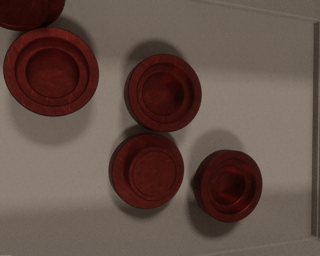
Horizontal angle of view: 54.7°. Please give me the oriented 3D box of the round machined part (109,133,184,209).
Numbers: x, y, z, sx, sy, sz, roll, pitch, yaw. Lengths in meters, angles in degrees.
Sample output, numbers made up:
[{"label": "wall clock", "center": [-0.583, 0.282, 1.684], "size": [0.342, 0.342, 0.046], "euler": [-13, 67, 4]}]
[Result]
[{"label": "round machined part", "center": [-0.013, 0.056, 0.398], "size": [0.099, 0.042, 0.097], "euler": [0, 90, -21]}]

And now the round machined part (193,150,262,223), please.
[{"label": "round machined part", "center": [0.091, 0.079, 0.437], "size": [0.099, 0.042, 0.097], "euler": [0, 90, -21]}]

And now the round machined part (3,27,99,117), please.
[{"label": "round machined part", "center": [-0.123, -0.061, 0.356], "size": [0.099, 0.042, 0.097], "euler": [0, 90, -21]}]

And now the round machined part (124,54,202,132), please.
[{"label": "round machined part", "center": [0.001, -0.044, 0.403], "size": [0.099, 0.042, 0.097], "euler": [0, 90, -21]}]

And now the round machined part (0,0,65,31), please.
[{"label": "round machined part", "center": [-0.148, -0.139, 0.315], "size": [0.099, 0.097, 0.042], "euler": [4, 52, -21]}]
